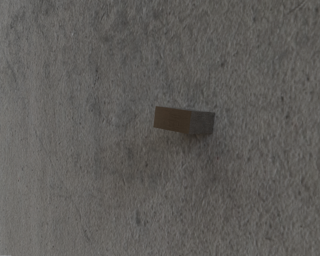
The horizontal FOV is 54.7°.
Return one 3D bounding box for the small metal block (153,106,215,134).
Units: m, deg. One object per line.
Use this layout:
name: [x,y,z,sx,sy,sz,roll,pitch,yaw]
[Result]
small metal block: [0.029,-0.010,0.363,0.050,0.050,0.025,11,97,39]
